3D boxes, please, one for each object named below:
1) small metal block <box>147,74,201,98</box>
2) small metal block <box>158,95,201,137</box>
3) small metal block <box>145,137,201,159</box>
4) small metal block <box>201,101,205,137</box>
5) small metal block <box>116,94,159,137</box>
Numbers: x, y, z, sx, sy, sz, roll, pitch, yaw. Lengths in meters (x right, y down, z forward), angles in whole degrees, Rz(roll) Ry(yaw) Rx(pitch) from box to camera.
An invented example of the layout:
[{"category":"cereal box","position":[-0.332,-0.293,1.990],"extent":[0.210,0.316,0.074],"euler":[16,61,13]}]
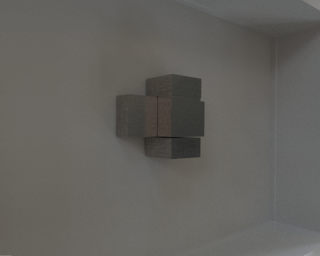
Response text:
[{"category":"small metal block","position":[0.018,-0.052,0.402],"extent":[0.050,0.050,0.025],"euler":[1,90,-40]},{"category":"small metal block","position":[0.025,-0.014,0.391],"extent":[0.050,0.025,0.050],"euler":[1,90,-40]},{"category":"small metal block","position":[0.017,0.024,0.400],"extent":[0.050,0.050,0.025],"euler":[1,90,-40]},{"category":"small metal block","position":[0.036,-0.013,0.434],"extent":[0.050,0.025,0.050],"euler":[1,90,-40]},{"category":"small metal block","position":[-0.025,-0.014,0.382],"extent":[0.050,0.025,0.050],"euler":[1,90,-40]}]
